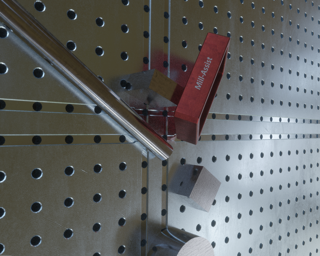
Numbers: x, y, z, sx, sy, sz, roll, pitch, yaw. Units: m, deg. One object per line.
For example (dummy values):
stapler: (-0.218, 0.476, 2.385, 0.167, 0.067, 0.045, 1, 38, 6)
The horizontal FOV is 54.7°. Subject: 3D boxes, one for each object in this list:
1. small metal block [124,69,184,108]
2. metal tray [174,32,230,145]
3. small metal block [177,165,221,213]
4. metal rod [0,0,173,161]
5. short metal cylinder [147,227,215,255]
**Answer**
small metal block: (-0.008, -0.048, 0.388, 0.050, 0.050, 0.025, 28, 73, -37)
metal tray: (0.058, -0.052, 0.423, 0.090, 0.030, 0.130, 76, 35, -68)
small metal block: (0.059, 0.090, 0.462, 0.050, 0.025, 0.050, 43, 64, -32)
metal rod: (-0.085, -0.055, 0.339, 0.300, 0.025, 0.025, 44, 64, -32)
short metal cylinder: (0.028, 0.182, 0.419, 0.081, 0.050, 0.079, 0, 90, -40)
